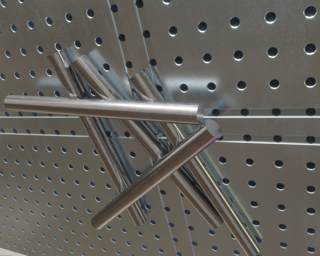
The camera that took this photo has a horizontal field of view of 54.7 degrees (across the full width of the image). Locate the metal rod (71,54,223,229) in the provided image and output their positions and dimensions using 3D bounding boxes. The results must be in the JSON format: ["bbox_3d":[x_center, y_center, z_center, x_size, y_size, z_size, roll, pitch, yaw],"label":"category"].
[{"bbox_3d":[-0.012,0.023,0.430,0.025,0.025,0.300,-34,100,38],"label":"metal rod"}]

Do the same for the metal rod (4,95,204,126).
[{"bbox_3d":[-0.091,-0.027,0.408,0.301,0.025,0.025,5,121,25],"label":"metal rod"}]

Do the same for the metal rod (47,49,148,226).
[{"bbox_3d":[-0.087,0.027,0.471,0.025,0.025,0.299,-10,114,32],"label":"metal rod"}]

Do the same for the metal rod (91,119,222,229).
[{"bbox_3d":[-0.023,0.081,0.439,0.025,0.025,0.299,44,129,-3],"label":"metal rod"}]

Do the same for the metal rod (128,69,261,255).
[{"bbox_3d":[0.052,0.054,0.416,0.025,0.025,0.299,-25,105,36],"label":"metal rod"}]
